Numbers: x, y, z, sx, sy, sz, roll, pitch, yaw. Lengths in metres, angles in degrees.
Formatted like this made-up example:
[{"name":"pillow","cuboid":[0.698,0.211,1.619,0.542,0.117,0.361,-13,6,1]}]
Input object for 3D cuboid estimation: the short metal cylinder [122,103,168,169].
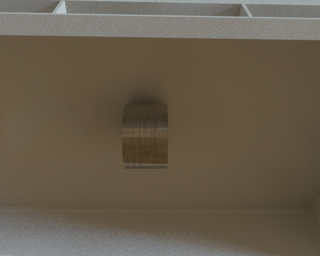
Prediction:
[{"name":"short metal cylinder","cuboid":[-0.017,0.010,0.378,0.050,0.080,0.079,0,130,-1]}]
